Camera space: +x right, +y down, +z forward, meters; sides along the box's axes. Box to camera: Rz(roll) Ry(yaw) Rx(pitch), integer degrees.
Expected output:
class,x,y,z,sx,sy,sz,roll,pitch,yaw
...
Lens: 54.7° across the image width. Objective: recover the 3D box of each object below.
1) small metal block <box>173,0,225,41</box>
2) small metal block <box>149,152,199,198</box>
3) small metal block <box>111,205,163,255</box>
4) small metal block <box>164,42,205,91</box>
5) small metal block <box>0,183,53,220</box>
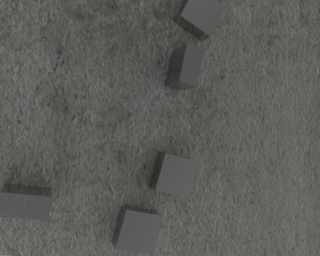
class,x,y,z,sx,sy,sz,roll,pitch,yaw
small metal block,0.055,-0.158,0.430,0.050,0.025,0.050,30,80,-18
small metal block,0.019,0.063,0.417,0.050,0.025,0.050,17,84,-20
small metal block,-0.029,0.131,0.399,0.050,0.025,0.050,16,84,-20
small metal block,0.031,-0.079,0.408,0.025,0.050,0.050,14,86,-20
small metal block,-0.148,0.081,0.342,0.050,0.050,0.025,11,87,-20
